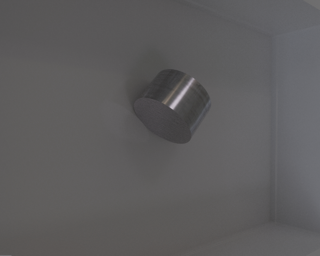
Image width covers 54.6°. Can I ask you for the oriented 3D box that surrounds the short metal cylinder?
[{"bbox_3d":[0.015,-0.025,0.383,0.080,0.080,0.050,51,60,-28],"label":"short metal cylinder"}]
